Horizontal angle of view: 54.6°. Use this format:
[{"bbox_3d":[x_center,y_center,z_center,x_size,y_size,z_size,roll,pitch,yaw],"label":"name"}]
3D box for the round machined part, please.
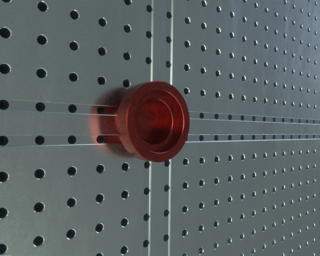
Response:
[{"bbox_3d":[-0.012,-0.008,0.387,0.099,0.042,0.097,0,90,-40],"label":"round machined part"}]
